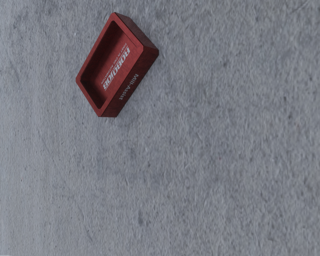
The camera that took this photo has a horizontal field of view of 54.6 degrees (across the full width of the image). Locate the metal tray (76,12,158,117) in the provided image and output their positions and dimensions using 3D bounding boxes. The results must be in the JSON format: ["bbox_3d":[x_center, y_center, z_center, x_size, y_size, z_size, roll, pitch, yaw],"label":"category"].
[{"bbox_3d":[-0.068,-0.090,0.459,0.129,0.030,0.090,-52,60,27],"label":"metal tray"}]
